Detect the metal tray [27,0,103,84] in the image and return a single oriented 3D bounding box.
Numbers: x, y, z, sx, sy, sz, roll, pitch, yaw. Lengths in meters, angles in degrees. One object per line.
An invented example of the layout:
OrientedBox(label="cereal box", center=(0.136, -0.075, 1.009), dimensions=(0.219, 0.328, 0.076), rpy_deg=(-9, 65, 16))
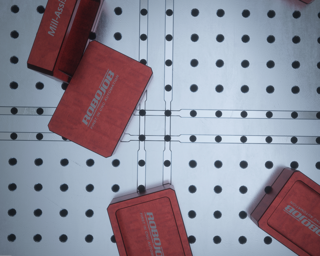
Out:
OrientedBox(label="metal tray", center=(-0.111, -0.123, 0.379), dimensions=(0.030, 0.090, 0.129), rpy_deg=(19, 90, 0))

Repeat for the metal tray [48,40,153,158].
OrientedBox(label="metal tray", center=(-0.076, -0.037, 0.410), dimensions=(0.090, 0.030, 0.129), rpy_deg=(26, 90, -1))

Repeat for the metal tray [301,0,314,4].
OrientedBox(label="metal tray", center=(0.196, -0.247, 0.413), dimensions=(0.090, 0.030, 0.129), rpy_deg=(26, 90, -1))

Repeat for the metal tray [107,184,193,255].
OrientedBox(label="metal tray", center=(-0.009, 0.149, 0.410), dimensions=(0.091, 0.030, 0.129), rpy_deg=(-15, 90, -1))

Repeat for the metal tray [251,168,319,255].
OrientedBox(label="metal tray", center=(0.202, 0.126, 0.413), dimensions=(0.130, 0.030, 0.090), rpy_deg=(36, 90, -1))
